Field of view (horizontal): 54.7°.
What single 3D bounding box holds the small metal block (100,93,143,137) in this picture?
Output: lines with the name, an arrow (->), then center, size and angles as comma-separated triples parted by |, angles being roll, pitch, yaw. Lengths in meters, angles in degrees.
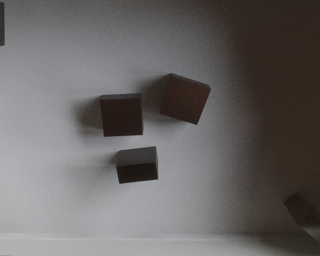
small metal block -> -0.049, -0.017, 0.404 | 0.050, 0.025, 0.050 | -3, 110, 0

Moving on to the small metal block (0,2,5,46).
small metal block -> -0.213, -0.125, 0.362 | 0.050, 0.025, 0.050 | 8, 110, -4

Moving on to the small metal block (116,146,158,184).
small metal block -> -0.029, 0.049, 0.416 | 0.050, 0.050, 0.025 | -7, 110, 2

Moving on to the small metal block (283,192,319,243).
small metal block -> 0.214, 0.129, 0.449 | 0.050, 0.050, 0.025 | 40, 105, -14

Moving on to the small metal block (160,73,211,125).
small metal block -> 0.031, -0.037, 0.398 | 0.050, 0.025, 0.050 | 17, 109, -7
